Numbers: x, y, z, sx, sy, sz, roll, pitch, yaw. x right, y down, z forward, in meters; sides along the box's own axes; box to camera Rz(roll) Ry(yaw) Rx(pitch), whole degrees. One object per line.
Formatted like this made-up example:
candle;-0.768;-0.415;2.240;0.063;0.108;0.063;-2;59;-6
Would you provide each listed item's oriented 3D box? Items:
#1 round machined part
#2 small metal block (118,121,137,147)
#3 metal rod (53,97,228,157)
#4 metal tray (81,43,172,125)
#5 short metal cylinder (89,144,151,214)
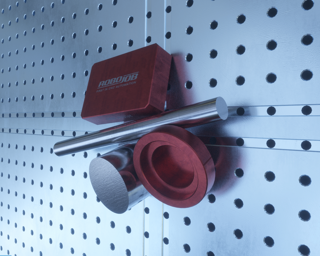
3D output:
round machined part;0.020;0.041;0.365;0.098;0.042;0.097;16;120;29
small metal block;-0.030;0.015;0.443;0.050;0.025;0.050;23;104;37
metal rod;-0.050;0.007;0.414;0.300;0.025;0.025;-14;82;38
metal tray;-0.049;-0.056;0.426;0.130;0.030;0.090;-6;67;39
short metal cylinder;-0.051;0.067;0.417;0.080;0.050;0.079;21;122;38
